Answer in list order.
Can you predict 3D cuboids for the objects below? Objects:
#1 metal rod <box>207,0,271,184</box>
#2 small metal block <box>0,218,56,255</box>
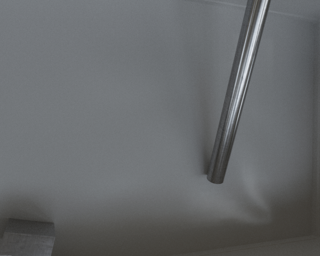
[{"bbox_3d":[0.099,-0.061,0.382,0.025,0.025,0.298,-1,116,-20],"label":"metal rod"},{"bbox_3d":[-0.146,0.123,0.344,0.050,0.050,0.025,14,86,-20],"label":"small metal block"}]
